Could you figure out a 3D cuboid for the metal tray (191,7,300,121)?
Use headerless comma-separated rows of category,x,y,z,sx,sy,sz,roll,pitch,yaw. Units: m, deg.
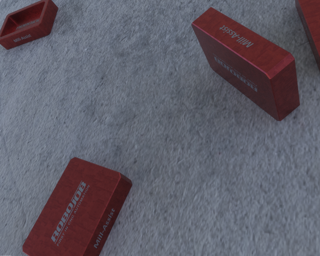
metal tray,0.097,-0.074,0.356,0.030,0.090,0.130,-41,51,1

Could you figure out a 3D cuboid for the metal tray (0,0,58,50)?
metal tray,-0.298,-0.234,0.696,0.130,0.030,0.090,-11,57,22

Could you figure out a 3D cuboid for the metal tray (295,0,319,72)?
metal tray,0.221,-0.132,0.366,0.090,0.030,0.130,-13,56,20

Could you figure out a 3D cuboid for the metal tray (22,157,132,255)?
metal tray,-0.102,0.109,0.386,0.090,0.030,0.130,13,68,33
